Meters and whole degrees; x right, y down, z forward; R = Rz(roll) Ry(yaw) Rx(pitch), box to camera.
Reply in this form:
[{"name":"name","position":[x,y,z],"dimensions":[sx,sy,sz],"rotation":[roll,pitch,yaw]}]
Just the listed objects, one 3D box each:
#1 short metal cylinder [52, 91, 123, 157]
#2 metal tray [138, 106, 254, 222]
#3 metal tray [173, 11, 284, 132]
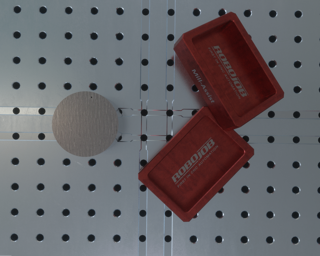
[{"name":"short metal cylinder","position":[-0.090,-0.005,0.400],"dimensions":[0.081,0.050,0.079],"rotation":[0,90,0]},{"name":"metal tray","position":[0.046,0.046,0.411],"dimensions":[0.090,0.030,0.130],"rotation":[44,90,0]},{"name":"metal tray","position":[0.088,-0.072,0.394],"dimensions":[0.091,0.030,0.130],"rotation":[-31,90,-23]}]
